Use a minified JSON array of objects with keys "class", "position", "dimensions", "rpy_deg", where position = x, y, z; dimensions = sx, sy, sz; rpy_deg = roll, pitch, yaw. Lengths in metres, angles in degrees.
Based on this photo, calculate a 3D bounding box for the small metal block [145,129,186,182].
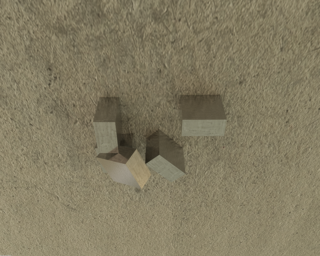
[{"class":"small metal block","position":[0.007,0.038,0.423],"dimensions":[0.025,0.050,0.050],"rpy_deg":[-36,122,26]}]

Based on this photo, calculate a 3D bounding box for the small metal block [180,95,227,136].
[{"class":"small metal block","position":[0.051,-0.016,0.377],"dimensions":[0.050,0.050,0.025],"rpy_deg":[0,130,0]}]

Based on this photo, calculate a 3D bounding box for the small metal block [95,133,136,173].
[{"class":"small metal block","position":[-0.059,0.036,0.437],"dimensions":[0.050,0.025,0.050],"rpy_deg":[-5,130,4]}]

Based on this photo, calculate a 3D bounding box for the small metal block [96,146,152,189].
[{"class":"small metal block","position":[-0.046,0.049,0.401],"dimensions":[0.050,0.025,0.050],"rpy_deg":[8,139,36]}]

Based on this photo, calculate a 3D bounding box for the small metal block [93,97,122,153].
[{"class":"small metal block","position":[-0.064,-0.004,0.387],"dimensions":[0.025,0.050,0.050],"rpy_deg":[0,130,0]}]
